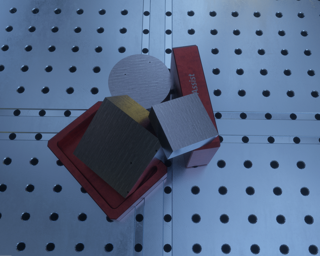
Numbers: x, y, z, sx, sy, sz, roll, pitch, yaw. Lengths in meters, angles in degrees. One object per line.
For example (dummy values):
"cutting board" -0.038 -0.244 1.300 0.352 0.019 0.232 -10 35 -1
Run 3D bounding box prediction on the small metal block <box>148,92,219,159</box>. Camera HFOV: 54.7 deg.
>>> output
"small metal block" 0.023 -0.003 0.313 0.050 0.025 0.050 -19 71 -19

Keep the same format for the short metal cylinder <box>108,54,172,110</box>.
"short metal cylinder" -0.026 -0.051 0.417 0.081 0.050 0.080 0 70 0

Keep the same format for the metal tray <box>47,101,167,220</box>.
"metal tray" -0.065 0.040 0.393 0.090 0.030 0.130 -41 76 -14

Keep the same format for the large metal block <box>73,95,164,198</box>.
"large metal block" -0.039 0.018 0.358 0.080 0.050 0.080 38 110 12

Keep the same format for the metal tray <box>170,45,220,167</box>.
"metal tray" 0.039 -0.025 0.387 0.030 0.090 0.129 -9 70 -3
